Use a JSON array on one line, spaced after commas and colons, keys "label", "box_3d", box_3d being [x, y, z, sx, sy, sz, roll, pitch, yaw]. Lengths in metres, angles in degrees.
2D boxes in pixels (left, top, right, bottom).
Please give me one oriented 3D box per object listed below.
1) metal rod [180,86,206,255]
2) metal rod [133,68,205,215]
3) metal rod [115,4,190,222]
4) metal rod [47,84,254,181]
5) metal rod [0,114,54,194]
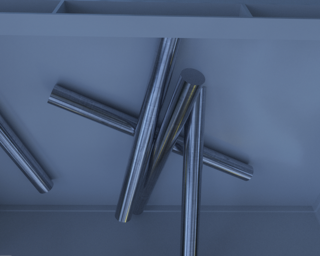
[{"label": "metal rod", "box_3d": [0.041, 0.095, 0.408, 0.025, 0.025, 0.298, 0, 105, -1]}, {"label": "metal rod", "box_3d": [-0.003, 0.043, 0.414, 0.025, 0.025, 0.298, 11, 139, -9]}, {"label": "metal rod", "box_3d": [-0.018, 0.005, 0.382, 0.025, 0.025, 0.298, 11, 120, -10]}, {"label": "metal rod", "box_3d": [0.001, 0.014, 0.420, 0.302, 0.025, 0.025, 23, 126, -19]}, {"label": "metal rod", "box_3d": [-0.218, -0.017, 0.391, 0.025, 0.025, 0.299, -12, 130, 9]}]
